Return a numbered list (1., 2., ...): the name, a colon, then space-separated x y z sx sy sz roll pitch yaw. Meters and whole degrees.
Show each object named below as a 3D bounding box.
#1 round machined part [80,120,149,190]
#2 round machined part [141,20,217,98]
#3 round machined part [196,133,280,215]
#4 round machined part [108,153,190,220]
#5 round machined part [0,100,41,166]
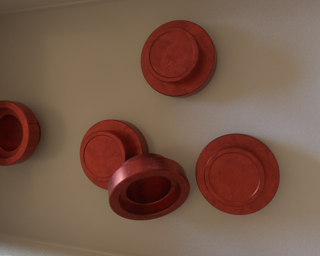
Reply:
1. round machined part: -0.069 0.037 0.424 0.098 0.042 0.097 0 90 19
2. round machined part: 0.020 -0.089 0.394 0.098 0.042 0.097 0 90 19
3. round machined part: 0.091 0.055 0.369 0.098 0.042 0.097 0 90 19
4. round machined part: -0.015 0.070 0.387 0.098 0.098 0.042 -36 40 16
5. round machined part: -0.226 0.007 0.479 0.098 0.042 0.097 0 90 19
